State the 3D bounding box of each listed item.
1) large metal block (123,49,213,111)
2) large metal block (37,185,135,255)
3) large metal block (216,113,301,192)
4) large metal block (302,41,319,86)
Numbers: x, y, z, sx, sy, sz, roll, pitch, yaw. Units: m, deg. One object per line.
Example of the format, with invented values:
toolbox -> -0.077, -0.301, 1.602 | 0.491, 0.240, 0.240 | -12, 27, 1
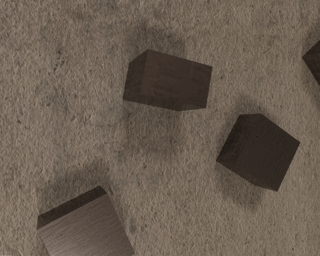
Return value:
large metal block -> 0.006, -0.054, 0.383 | 0.081, 0.080, 0.050 | 11, 87, -20
large metal block -> -0.087, 0.126, 0.364 | 0.081, 0.050, 0.080 | -25, 99, -19
large metal block -> 0.142, 0.034, 0.450 | 0.080, 0.050, 0.080 | 33, 79, -18
large metal block -> 0.296, -0.112, 0.507 | 0.080, 0.050, 0.080 | -42, 104, -15
